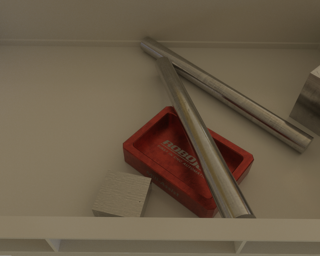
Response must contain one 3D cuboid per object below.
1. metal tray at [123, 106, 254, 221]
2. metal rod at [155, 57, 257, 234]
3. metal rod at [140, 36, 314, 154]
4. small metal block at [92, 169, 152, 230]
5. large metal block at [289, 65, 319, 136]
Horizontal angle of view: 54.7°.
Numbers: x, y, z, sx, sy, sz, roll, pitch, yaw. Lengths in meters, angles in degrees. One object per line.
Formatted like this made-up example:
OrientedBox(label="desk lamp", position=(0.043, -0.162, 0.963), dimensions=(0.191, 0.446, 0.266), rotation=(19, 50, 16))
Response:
OrientedBox(label="metal tray", position=(0.032, 0.036, 0.371), dimensions=(0.130, 0.030, 0.090), rotation=(33, 57, 24))
OrientedBox(label="metal rod", position=(0.035, -0.011, 0.364), dimensions=(0.025, 0.025, 0.300), rotation=(-9, 38, -8))
OrientedBox(label="metal rod", position=(0.081, -0.060, 0.456), dimensions=(0.025, 0.025, 0.300), rotation=(-37, 59, -27))
OrientedBox(label="small metal block", position=(-0.040, 0.077, 0.340), dimensions=(0.050, 0.025, 0.050), rotation=(11, 51, 8))
OrientedBox(label="large metal block", position=(0.229, -0.047, 0.412), dimensions=(0.080, 0.080, 0.050), rotation=(-33, 58, -25))
